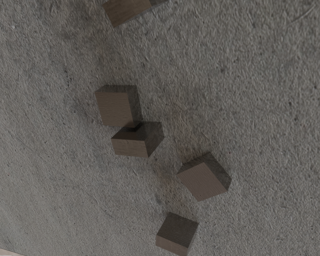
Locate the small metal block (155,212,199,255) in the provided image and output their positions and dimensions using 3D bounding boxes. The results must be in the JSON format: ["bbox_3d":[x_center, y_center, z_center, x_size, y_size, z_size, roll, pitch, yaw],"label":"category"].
[{"bbox_3d":[0.027,0.164,0.478,0.050,0.050,0.025,17,125,18],"label":"small metal block"}]

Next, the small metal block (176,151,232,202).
[{"bbox_3d":[0.059,0.066,0.417,0.050,0.025,0.050,-32,101,38],"label":"small metal block"}]

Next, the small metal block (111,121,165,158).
[{"bbox_3d":[-0.029,0.014,0.414,0.050,0.050,0.025,3,120,27],"label":"small metal block"}]

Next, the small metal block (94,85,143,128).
[{"bbox_3d":[-0.055,-0.030,0.417,0.050,0.025,0.050,5,121,26],"label":"small metal block"}]

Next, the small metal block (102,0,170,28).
[{"bbox_3d":[-0.023,-0.131,0.321,0.050,0.050,0.025,-16,110,34],"label":"small metal block"}]
